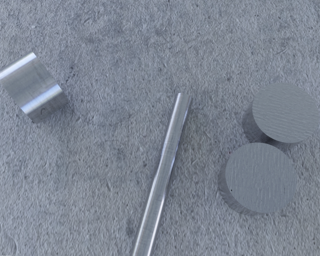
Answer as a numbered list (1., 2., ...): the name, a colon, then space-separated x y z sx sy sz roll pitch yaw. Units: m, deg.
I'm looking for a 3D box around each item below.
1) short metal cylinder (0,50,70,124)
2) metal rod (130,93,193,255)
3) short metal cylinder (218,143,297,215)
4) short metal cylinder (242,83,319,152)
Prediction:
1. short metal cylinder: -0.161 -0.051 0.396 0.050 0.080 0.080 -37 74 -12
2. metal rod: -0.006 0.094 0.373 0.025 0.025 0.299 15 70 5
3. short metal cylinder: 0.114 0.063 0.373 0.081 0.050 0.080 0 70 0
4. short metal cylinder: 0.153 -0.012 0.400 0.081 0.050 0.080 0 70 0
